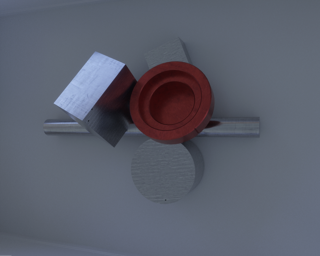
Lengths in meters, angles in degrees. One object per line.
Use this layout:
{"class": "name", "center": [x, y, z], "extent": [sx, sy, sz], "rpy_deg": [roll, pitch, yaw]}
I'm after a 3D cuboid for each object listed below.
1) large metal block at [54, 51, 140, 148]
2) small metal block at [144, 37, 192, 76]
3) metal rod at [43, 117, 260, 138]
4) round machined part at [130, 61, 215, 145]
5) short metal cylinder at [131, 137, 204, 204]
{"class": "large metal block", "center": [-0.069, -0.034, 0.387], "extent": [0.050, 0.080, 0.080], "rpy_deg": [28, 76, 28]}
{"class": "small metal block", "center": [0.014, -0.082, 0.404], "extent": [0.050, 0.025, 0.050], "rpy_deg": [-22, 83, 18]}
{"class": "metal rod", "center": [-0.024, -0.001, 0.415], "extent": [0.301, 0.025, 0.025], "rpy_deg": [0, 90, 19]}
{"class": "round machined part", "center": [0.017, -0.027, 0.373], "extent": [0.098, 0.042, 0.098], "rpy_deg": [-6, 70, 18]}
{"class": "short metal cylinder", "center": [0.011, 0.050, 0.390], "extent": [0.080, 0.050, 0.079], "rpy_deg": [0, 90, 19]}
